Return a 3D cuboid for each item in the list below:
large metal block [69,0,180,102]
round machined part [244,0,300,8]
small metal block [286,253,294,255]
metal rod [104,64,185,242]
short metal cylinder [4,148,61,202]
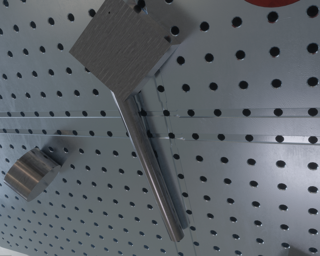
[{"bbox_3d":[-0.038,-0.089,0.345,0.080,0.050,0.080,43,110,-1],"label":"large metal block"},{"bbox_3d":[0.097,-0.151,0.256,0.098,0.042,0.097,13,124,21],"label":"round machined part"},{"bbox_3d":[0.195,0.214,0.441,0.050,0.025,0.050,25,127,12],"label":"small metal block"},{"bbox_3d":[-0.018,0.046,0.448,0.025,0.025,0.298,-6,116,30],"label":"metal rod"},{"bbox_3d":[-0.222,0.082,0.543,0.050,0.080,0.080,38,129,3],"label":"short metal cylinder"}]
